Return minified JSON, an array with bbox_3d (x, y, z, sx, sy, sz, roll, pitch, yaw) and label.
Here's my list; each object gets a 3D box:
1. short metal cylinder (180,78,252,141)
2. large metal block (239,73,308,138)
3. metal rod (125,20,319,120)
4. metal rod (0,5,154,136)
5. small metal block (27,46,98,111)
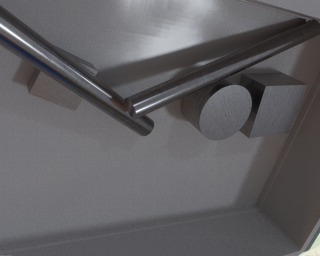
[{"bbox_3d":[0.075,-0.030,0.417,0.081,0.050,0.079,-14,124,-21],"label":"short metal cylinder"},{"bbox_3d":[0.158,-0.035,0.460,0.081,0.050,0.079,-6,121,-26],"label":"large metal block"},{"bbox_3d":[0.094,-0.082,0.386,0.302,0.025,0.025,-26,128,-22],"label":"metal rod"},{"bbox_3d":[-0.097,-0.060,0.274,0.025,0.025,0.301,-48,140,5],"label":"metal rod"},{"bbox_3d":[-0.102,-0.052,0.322,0.050,0.025,0.050,23,106,-37],"label":"small metal block"}]
